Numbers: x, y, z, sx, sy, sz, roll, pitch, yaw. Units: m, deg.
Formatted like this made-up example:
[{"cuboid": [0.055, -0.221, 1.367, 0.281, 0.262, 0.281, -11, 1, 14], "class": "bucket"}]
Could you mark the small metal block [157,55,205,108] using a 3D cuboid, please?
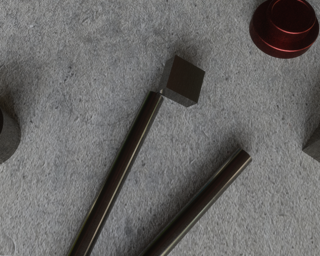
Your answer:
[{"cuboid": [0.029, -0.063, 0.420, 0.050, 0.025, 0.050, 24, 69, -23], "class": "small metal block"}]

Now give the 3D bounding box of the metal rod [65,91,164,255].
[{"cuboid": [-0.066, 0.085, 0.376, 0.025, 0.025, 0.300, 22, 71, 7], "class": "metal rod"}]

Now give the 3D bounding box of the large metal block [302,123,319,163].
[{"cuboid": [0.246, 0.016, 0.392, 0.080, 0.050, 0.080, 36, 74, 12], "class": "large metal block"}]

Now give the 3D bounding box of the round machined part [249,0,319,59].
[{"cuboid": [0.187, -0.156, 0.458, 0.099, 0.042, 0.098, 0, 70, -1], "class": "round machined part"}]

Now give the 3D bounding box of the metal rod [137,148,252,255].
[{"cuboid": [0.002, 0.135, 0.358, 0.025, 0.025, 0.301, 43, 75, 13], "class": "metal rod"}]

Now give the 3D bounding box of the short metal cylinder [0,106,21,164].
[{"cuboid": [-0.226, 0.006, 0.390, 0.081, 0.050, 0.080, 0, 70, 0], "class": "short metal cylinder"}]
